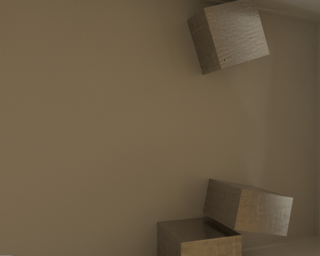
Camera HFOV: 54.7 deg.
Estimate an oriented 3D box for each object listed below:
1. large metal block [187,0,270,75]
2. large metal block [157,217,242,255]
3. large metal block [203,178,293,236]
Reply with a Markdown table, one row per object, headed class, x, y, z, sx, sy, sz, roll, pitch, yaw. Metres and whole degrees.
| class | x | y | z | sx | sy | sz | roll | pitch | yaw |
| --- | --- | --- | --- | --- | --- | --- | --- | --- | --- |
| large metal block | 0.095 | -0.127 | 0.432 | 0.081 | 0.050 | 0.080 | -20 | 97 | -19 |
| large metal block | 0.048 | 0.154 | 0.399 | 0.081 | 0.080 | 0.050 | 1 | 90 | -20 |
| large metal block | 0.118 | 0.106 | 0.425 | 0.081 | 0.080 | 0.050 | 13 | 86 | -20 |
